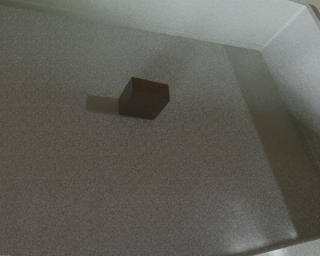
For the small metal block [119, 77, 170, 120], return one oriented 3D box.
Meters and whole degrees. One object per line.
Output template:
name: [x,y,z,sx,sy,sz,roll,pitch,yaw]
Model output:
small metal block: [-0.022,-0.037,0.402,0.050,0.050,0.025,9,58,-24]
